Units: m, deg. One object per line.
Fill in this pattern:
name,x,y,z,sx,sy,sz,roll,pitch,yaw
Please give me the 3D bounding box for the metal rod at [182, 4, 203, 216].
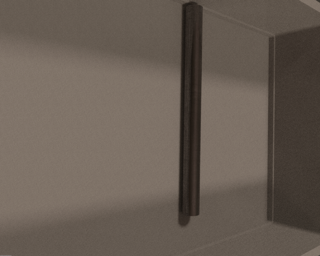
metal rod,0.047,-0.025,0.448,0.025,0.025,0.298,2,89,-40
